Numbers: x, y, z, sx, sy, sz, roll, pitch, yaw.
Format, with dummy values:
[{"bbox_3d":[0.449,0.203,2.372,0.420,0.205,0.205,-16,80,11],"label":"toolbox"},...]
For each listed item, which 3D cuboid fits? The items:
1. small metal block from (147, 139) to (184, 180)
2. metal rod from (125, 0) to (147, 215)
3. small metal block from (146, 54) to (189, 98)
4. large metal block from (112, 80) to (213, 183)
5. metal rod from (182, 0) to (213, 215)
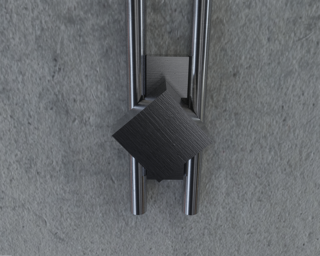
[{"bbox_3d":[0.007,0.043,0.426,0.050,0.025,0.050,1,110,-1],"label":"small metal block"},{"bbox_3d":[-0.030,-0.019,0.404,0.025,0.025,0.298,0,110,-1],"label":"metal rod"},{"bbox_3d":[0.009,-0.065,0.386,0.050,0.025,0.050,1,110,-1],"label":"small metal block"},{"bbox_3d":[0.003,0.004,0.370,0.080,0.050,0.080,-39,106,13],"label":"large metal block"},{"bbox_3d":[0.047,-0.018,0.405,0.025,0.025,0.298,0,110,-1],"label":"metal rod"}]
